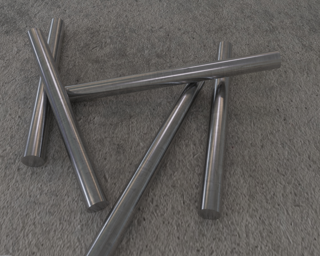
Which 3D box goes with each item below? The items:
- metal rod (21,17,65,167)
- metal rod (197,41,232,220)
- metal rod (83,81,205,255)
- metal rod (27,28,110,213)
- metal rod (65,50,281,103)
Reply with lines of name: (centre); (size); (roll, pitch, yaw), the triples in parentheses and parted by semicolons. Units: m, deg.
metal rod: (-0.168, -0.074, 0.464); (0.025, 0.025, 0.300); (-5, 50, -4)
metal rod: (0.080, -0.022, 0.421); (0.025, 0.025, 0.300); (8, 50, 7)
metal rod: (-0.007, 0.035, 0.373); (0.025, 0.025, 0.301); (19, 52, 15)
metal rod: (-0.129, -0.030, 0.405); (0.025, 0.025, 0.299); (-20, 59, -16)
metal rod: (0.014, -0.071, 0.435); (0.302, 0.025, 0.025); (-9, 50, 3)
